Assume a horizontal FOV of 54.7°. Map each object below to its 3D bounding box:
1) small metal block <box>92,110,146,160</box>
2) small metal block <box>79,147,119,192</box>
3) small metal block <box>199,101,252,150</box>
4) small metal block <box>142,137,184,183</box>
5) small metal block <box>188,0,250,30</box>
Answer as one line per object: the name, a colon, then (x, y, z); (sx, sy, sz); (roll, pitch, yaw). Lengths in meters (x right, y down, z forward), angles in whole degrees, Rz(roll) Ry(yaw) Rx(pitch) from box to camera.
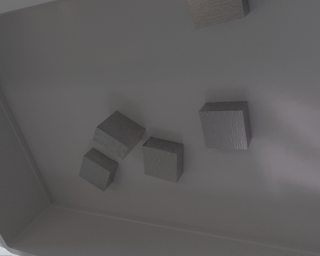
small metal block: (-0.056, 0.009, 0.427); (0.050, 0.050, 0.025); (32, 129, 7)
small metal block: (-0.100, 0.068, 0.504); (0.050, 0.025, 0.050); (30, 128, 9)
small metal block: (0.078, -0.003, 0.366); (0.050, 0.025, 0.050); (0, 119, 28)
small metal block: (0.005, 0.044, 0.433); (0.050, 0.025, 0.050); (12, 124, 22)
small metal block: (0.055, -0.129, 0.300); (0.050, 0.025, 0.050); (-5, 116, 30)
